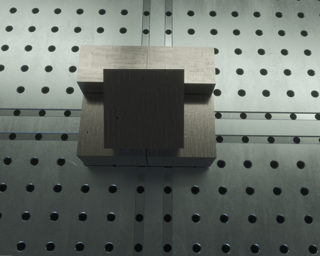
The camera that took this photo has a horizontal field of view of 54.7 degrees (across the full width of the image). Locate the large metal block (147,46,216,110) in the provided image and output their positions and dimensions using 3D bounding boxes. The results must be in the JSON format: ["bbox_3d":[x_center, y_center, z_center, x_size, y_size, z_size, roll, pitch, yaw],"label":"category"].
[{"bbox_3d":[0.025,-0.062,0.404,0.081,0.080,0.050,1,70,0],"label":"large metal block"}]

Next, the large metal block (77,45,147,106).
[{"bbox_3d":[-0.056,-0.063,0.404,0.081,0.080,0.050,1,70,0],"label":"large metal block"}]

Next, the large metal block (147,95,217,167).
[{"bbox_3d":[0.026,0.004,0.394,0.081,0.050,0.080,1,70,0],"label":"large metal block"}]

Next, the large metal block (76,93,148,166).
[{"bbox_3d":[-0.056,0.003,0.395,0.081,0.050,0.080,1,70,0],"label":"large metal block"}]

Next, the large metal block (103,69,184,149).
[{"bbox_3d":[-0.016,-0.021,0.335,0.081,0.050,0.079,0,94,-1],"label":"large metal block"}]
